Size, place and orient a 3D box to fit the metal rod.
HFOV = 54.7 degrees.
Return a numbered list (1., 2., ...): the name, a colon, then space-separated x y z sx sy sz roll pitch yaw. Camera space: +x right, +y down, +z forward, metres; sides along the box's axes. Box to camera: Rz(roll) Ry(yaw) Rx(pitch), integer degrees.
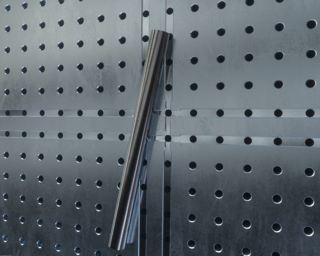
1. metal rod: -0.030 0.019 0.422 0.025 0.025 0.298 13 94 19
